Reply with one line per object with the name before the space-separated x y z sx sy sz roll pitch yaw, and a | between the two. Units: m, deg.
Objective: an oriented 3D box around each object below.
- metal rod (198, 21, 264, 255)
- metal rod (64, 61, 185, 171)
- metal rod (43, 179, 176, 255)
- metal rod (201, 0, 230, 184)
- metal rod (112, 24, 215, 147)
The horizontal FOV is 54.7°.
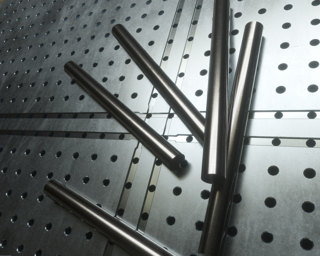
metal rod | 0.089 -0.005 0.364 0.025 0.025 0.300 3 63 29
metal rod | -0.070 -0.034 0.463 0.025 0.025 0.300 -47 52 -5
metal rod | -0.036 0.125 0.348 0.300 0.025 0.025 20 72 35
metal rod | 0.075 -0.072 0.394 0.025 0.025 0.300 -7 53 24
metal rod | -0.006 -0.078 0.458 0.025 0.025 0.300 -38 51 3
